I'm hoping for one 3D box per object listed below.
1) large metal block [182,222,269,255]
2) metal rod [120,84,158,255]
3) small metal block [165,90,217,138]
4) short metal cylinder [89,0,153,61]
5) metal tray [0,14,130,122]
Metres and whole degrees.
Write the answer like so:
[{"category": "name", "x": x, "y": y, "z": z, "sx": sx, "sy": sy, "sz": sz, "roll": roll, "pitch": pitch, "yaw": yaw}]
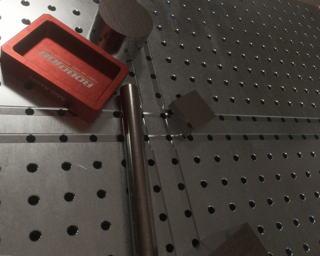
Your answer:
[{"category": "large metal block", "x": 0.055, "y": 0.147, "z": 0.315, "sx": 0.081, "sy": 0.080, "sz": 0.050, "roll": -23, "pitch": 75, "yaw": -37}, {"category": "metal rod", "x": -0.022, "y": 0.079, "z": 0.349, "sx": 0.025, "sy": 0.025, "sz": 0.299, "roll": 6, "pitch": 59, "yaw": -26}, {"category": "small metal block", "x": 0.045, "y": -0.021, "z": 0.447, "sx": 0.050, "sy": 0.025, "sz": 0.050, "roll": -29, "pitch": 78, "yaw": -38}, {"category": "short metal cylinder", "x": -0.057, "y": -0.146, "z": 0.452, "sx": 0.081, "sy": 0.050, "sz": 0.080, "roll": 14, "pitch": 56, "yaw": -21}, {"category": "metal tray", "x": -0.115, "y": -0.077, "z": 0.390, "sx": 0.130, "sy": 0.030, "sz": 0.090, "roll": 33, "pitch": 51, "yaw": -7}]
